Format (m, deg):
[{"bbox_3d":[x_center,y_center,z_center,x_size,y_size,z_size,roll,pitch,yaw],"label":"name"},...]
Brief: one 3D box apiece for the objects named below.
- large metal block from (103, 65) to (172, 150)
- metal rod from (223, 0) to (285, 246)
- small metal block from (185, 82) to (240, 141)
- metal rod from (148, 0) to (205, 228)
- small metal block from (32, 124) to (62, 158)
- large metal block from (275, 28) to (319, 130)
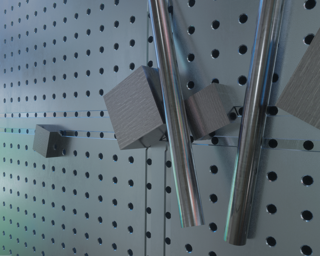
[{"bbox_3d":[-0.021,-0.024,0.411,0.080,0.050,0.080,-31,71,35],"label":"large metal block"},{"bbox_3d":[0.101,-0.024,0.326,0.025,0.025,0.298,12,98,39],"label":"metal rod"},{"bbox_3d":[0.058,-0.018,0.362,0.050,0.025,0.050,-30,71,36],"label":"small metal block"},{"bbox_3d":[0.015,-0.039,0.366,0.025,0.025,0.299,-23,66,38],"label":"metal rod"},{"bbox_3d":[-0.214,0.024,0.586,0.050,0.025,0.050,21,103,38],"label":"small metal block"},{"bbox_3d":[0.161,-0.034,0.260,0.080,0.050,0.079,37,113,33],"label":"large metal block"}]
